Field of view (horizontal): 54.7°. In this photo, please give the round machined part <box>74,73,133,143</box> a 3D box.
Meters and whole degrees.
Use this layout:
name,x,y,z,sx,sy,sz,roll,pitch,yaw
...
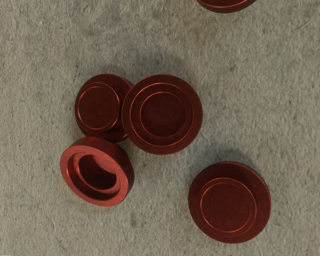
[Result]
name,x,y,z,sx,sy,sz,roll,pitch,yaw
round machined part,-0.077,-0.027,0.426,0.098,0.042,0.097,0,90,19

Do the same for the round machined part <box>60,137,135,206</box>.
name,x,y,z,sx,sy,sz,roll,pitch,yaw
round machined part,-0.079,0.053,0.413,0.098,0.042,0.097,10,121,17

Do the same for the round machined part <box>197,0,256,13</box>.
name,x,y,z,sx,sy,sz,roll,pitch,yaw
round machined part,0.083,-0.186,0.370,0.098,0.042,0.097,0,90,19

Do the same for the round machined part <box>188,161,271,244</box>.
name,x,y,z,sx,sy,sz,roll,pitch,yaw
round machined part,0.081,0.090,0.371,0.098,0.042,0.097,0,90,19

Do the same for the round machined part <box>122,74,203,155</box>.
name,x,y,z,sx,sy,sz,roll,pitch,yaw
round machined part,0.005,-0.017,0.391,0.099,0.042,0.097,0,92,8
